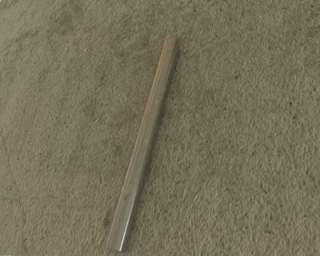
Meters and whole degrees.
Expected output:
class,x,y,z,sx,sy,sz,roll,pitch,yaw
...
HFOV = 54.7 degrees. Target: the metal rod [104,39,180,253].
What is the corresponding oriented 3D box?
class,x,y,z,sx,sy,sz,roll,pitch,yaw
metal rod,-0.016,0.005,0.409,0.025,0.025,0.300,0,62,28
